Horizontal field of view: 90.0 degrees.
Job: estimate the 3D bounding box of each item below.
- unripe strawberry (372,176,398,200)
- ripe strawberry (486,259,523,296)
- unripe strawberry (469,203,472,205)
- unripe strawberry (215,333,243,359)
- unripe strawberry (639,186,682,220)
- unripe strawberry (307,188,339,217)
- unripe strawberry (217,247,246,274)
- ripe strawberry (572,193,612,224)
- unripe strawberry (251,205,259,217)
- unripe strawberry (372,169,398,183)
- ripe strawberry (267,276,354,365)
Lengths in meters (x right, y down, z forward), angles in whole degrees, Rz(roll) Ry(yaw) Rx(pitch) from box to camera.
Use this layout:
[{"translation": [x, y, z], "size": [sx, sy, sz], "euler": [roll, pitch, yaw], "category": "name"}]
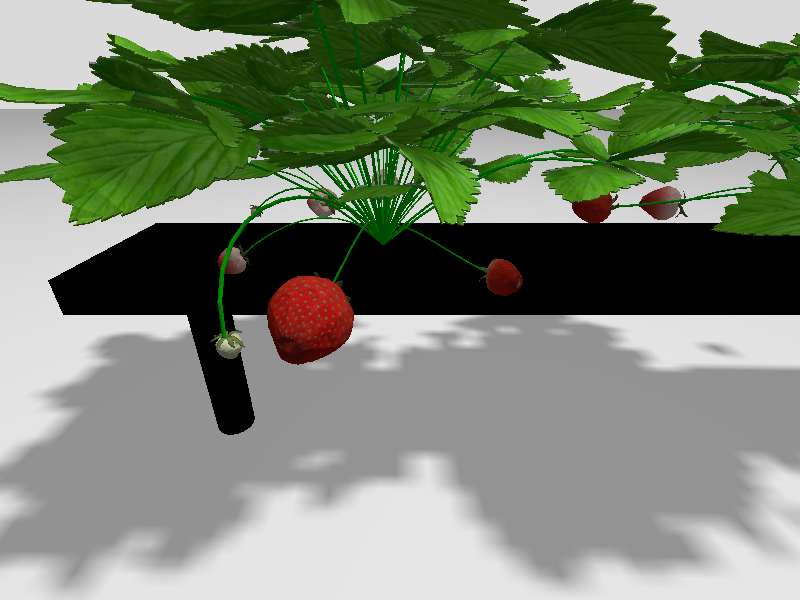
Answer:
[{"translation": [-0.020, -0.143, 0.510], "size": [0.036, 0.031, 0.036], "euler": [-1, 27, -1], "category": "unripe strawberry"}, {"translation": [0.070, -0.014, 0.268], "size": [0.022, 0.025, 0.024], "euler": [-20, 34, -34], "category": "ripe strawberry"}, {"translation": [0.080, -0.119, 0.479], "size": [0.016, 0.018, 0.018], "euler": [18, 19, 31], "category": "unripe strawberry"}, {"translation": [-0.083, 0.023, 0.196], "size": [0.011, 0.012, 0.013], "euler": [10, 29, 18], "category": "unripe strawberry"}, {"translation": [0.283, -0.106, 0.437], "size": [0.038, 0.037, 0.035], "euler": [14, 30, 27], "category": "unripe strawberry"}, {"translation": [-0.086, -0.108, 0.443], "size": [0.035, 0.031, 0.032], "euler": [-19, 32, -33], "category": "unripe strawberry"}, {"translation": [-0.127, -0.029, 0.302], "size": [0.019, 0.020, 0.018], "euler": [-33, 38, -16], "category": "unripe strawberry"}, {"translation": [0.203, -0.100, 0.427], "size": [0.038, 0.037, 0.035], "euler": [8, 28, 16], "category": "ripe strawberry"}, {"translation": [-0.160, -0.098, 0.444], "size": [0.012, 0.013, 0.011], "euler": [-27, 6, 41], "category": "unripe strawberry"}, {"translation": [-0.020, -0.162, 0.546], "size": [0.036, 0.033, 0.033], "euler": [-1, 27, -1], "category": "unripe strawberry"}, {"translation": [-0.046, 0.012, 0.201], "size": [0.043, 0.045, 0.046], "euler": [5, 28, 9], "category": "ripe strawberry"}]
